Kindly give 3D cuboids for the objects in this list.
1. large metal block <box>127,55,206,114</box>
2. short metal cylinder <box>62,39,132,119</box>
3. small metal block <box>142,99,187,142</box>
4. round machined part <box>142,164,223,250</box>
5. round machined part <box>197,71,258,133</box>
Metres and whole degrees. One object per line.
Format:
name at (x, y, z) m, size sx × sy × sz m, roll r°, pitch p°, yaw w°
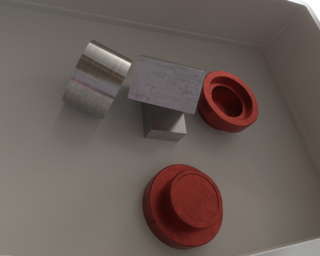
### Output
large metal block at (0.009, -0.058, 0.394) m, size 0.080 × 0.050 × 0.080 m, roll 14°, pitch 14°, yaw -2°
short metal cylinder at (-0.074, -0.057, 0.366) m, size 0.050 × 0.080 × 0.080 m, roll 26°, pitch 52°, yaw -13°
small metal block at (0.005, -0.011, 0.417) m, size 0.050 × 0.025 × 0.050 m, roll 7°, pitch 59°, yaw -25°
round machined part at (0.033, 0.087, 0.361) m, size 0.099 × 0.042 × 0.098 m, roll 14°, pitch 56°, yaw -21°
round machined part at (0.096, -0.035, 0.470) m, size 0.099 × 0.042 × 0.098 m, roll 14°, pitch 56°, yaw -21°
